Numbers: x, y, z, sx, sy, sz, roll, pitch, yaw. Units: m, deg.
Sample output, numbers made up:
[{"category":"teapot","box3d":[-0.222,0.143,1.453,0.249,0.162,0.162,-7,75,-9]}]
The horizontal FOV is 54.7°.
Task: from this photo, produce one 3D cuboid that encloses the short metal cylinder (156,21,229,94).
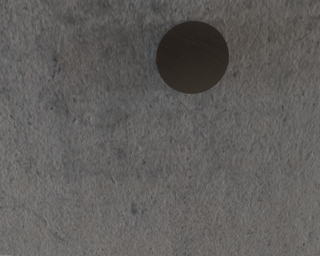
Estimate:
[{"category":"short metal cylinder","box3d":[0.036,-0.085,0.366,0.081,0.050,0.079,0,110,-1]}]
